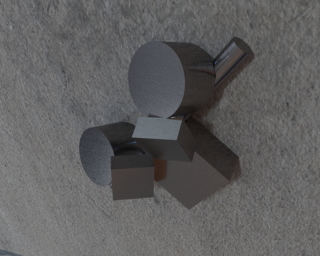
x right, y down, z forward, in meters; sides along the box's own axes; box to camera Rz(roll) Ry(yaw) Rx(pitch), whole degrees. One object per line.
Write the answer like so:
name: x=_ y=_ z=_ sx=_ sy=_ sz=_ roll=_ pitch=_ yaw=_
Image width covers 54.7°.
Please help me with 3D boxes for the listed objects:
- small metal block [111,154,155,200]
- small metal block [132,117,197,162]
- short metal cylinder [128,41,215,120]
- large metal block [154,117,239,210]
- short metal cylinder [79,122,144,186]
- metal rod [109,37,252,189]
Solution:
small metal block: x=-0.034 y=0.061 z=0.382 sx=0.050 sy=0.025 sz=0.050 roll=-3 pitch=123 yaw=-8
small metal block: x=0.006 y=0.013 z=0.331 sx=0.050 sy=0.025 sz=0.050 roll=2 pitch=150 yaw=27
short metal cylinder: x=0.011 y=-0.052 z=0.334 sx=0.080 sy=0.050 sz=0.079 roll=12 pitch=108 yaw=42
large metal block: x=0.039 y=0.046 z=0.397 sx=0.080 sy=0.050 sz=0.080 roll=41 pitch=129 yaw=-1
short metal cylinder: x=-0.068 y=0.034 z=0.429 sx=0.080 sy=0.050 sz=0.079 roll=12 pitch=108 yaw=41
metal rod: x=0.006 y=0.003 z=0.405 sx=0.025 sy=0.025 sz=0.298 roll=41 pitch=129 yaw=-1
